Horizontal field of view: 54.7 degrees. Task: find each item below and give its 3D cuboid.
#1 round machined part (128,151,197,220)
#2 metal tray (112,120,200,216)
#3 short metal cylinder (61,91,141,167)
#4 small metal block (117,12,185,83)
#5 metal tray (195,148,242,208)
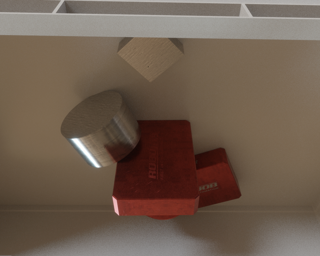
[{"bbox_3d":[0.000,0.078,0.428,0.098,0.042,0.097,-1,88,15],"label":"round machined part"},{"bbox_3d":[-0.004,0.042,0.376,0.091,0.130,0.030,0,130,0],"label":"metal tray"},{"bbox_3d":[-0.070,0.000,0.372,0.080,0.080,0.050,-18,128,14],"label":"short metal cylinder"},{"bbox_3d":[-0.010,-0.086,0.336,0.050,0.025,0.050,-36,122,26],"label":"small metal block"},{"bbox_3d":[0.050,0.087,0.481,0.130,0.030,0.090,-18,128,14],"label":"metal tray"}]
